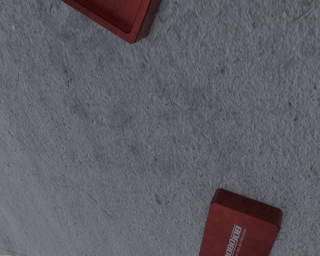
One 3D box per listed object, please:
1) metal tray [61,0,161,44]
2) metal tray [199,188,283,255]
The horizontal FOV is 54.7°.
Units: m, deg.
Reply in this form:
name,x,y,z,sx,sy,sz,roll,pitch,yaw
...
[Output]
name,x,y,z,sx,sy,sz,roll,pitch,yaw
metal tray,-0.060,-0.163,0.334,0.130,0.030,0.089,33,129,6
metal tray,0.110,0.155,0.442,0.090,0.030,0.129,17,125,18
